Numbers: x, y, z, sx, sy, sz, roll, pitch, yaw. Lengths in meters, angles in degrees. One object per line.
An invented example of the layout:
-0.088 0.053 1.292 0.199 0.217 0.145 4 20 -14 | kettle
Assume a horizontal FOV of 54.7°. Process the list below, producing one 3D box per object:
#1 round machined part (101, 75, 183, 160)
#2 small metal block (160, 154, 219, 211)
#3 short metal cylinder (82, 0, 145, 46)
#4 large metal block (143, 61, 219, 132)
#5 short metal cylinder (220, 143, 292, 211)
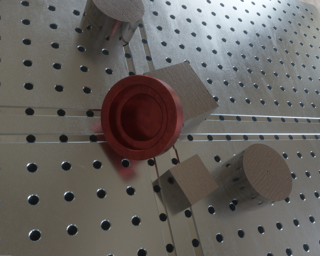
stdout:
-0.018 -0.013 0.370 0.098 0.098 0.042 57 21 12 | round machined part
0.037 0.067 0.389 0.050 0.025 0.050 -24 75 -37 | small metal block
-0.070 -0.169 0.459 0.081 0.050 0.080 14 56 -21 | short metal cylinder
0.020 -0.038 0.428 0.081 0.050 0.080 -23 75 -37 | large metal block
0.131 0.068 0.423 0.081 0.050 0.080 14 56 -21 | short metal cylinder
